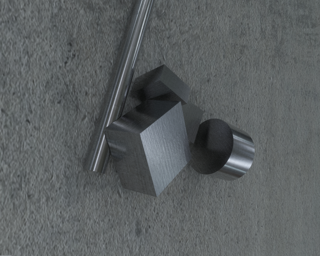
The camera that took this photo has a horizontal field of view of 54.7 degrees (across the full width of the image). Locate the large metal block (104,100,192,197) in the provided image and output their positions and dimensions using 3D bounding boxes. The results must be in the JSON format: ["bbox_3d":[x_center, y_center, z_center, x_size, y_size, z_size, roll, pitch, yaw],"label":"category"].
[{"bbox_3d":[-0.010,0.020,0.364,0.080,0.050,0.079,-41,127,-44],"label":"large metal block"}]

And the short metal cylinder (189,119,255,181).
[{"bbox_3d":[0.086,0.032,0.444,0.050,0.080,0.080,21,77,-39],"label":"short metal cylinder"}]

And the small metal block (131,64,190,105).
[{"bbox_3d":[0.001,-0.047,0.388,0.050,0.050,0.025,37,52,-35],"label":"small metal block"}]

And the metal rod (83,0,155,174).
[{"bbox_3d":[-0.037,-0.093,0.375,0.025,0.025,0.299,24,75,-38],"label":"metal rod"}]

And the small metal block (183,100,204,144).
[{"bbox_3d":[0.029,-0.011,0.432,0.050,0.025,0.050,30,71,-36],"label":"small metal block"}]
